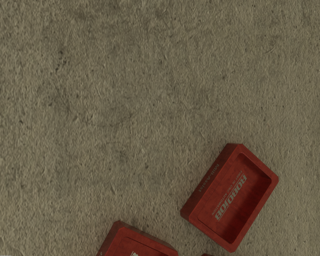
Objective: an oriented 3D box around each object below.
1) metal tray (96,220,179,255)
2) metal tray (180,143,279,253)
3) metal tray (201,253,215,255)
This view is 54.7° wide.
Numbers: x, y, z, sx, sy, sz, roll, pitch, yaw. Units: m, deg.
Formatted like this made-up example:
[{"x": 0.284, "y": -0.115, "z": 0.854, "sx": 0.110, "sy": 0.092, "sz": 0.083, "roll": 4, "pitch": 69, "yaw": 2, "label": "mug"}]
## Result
[{"x": -0.046, "y": 0.195, "z": 0.389, "sx": 0.090, "sy": 0.030, "sz": 0.130, "roll": 32, "pitch": 80, "yaw": -18, "label": "metal tray"}, {"x": 0.102, "y": 0.097, "z": 0.443, "sx": 0.090, "sy": 0.030, "sz": 0.130, "roll": 41, "pitch": 77, "yaw": -16, "label": "metal tray"}, {"x": 0.083, "y": 0.255, "z": 0.437, "sx": 0.091, "sy": 0.030, "sz": 0.130, "roll": 22, "pitch": 83, "yaw": -19, "label": "metal tray"}]
